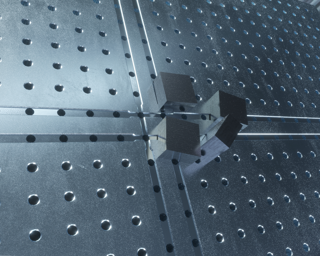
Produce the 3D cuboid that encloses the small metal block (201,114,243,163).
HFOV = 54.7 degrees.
[{"bbox_3d":[0.081,0.015,0.429,0.025,0.050,0.050,42,51,0],"label":"small metal block"}]

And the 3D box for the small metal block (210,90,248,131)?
[{"bbox_3d":[0.107,-0.025,0.484,0.050,0.025,0.050,17,55,-19],"label":"small metal block"}]

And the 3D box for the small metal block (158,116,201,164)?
[{"bbox_3d":[0.025,0.017,0.413,0.050,0.025,0.050,14,56,-21],"label":"small metal block"}]

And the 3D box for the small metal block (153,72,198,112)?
[{"bbox_3d":[0.022,-0.052,0.453,0.050,0.025,0.050,2,61,-28],"label":"small metal block"}]
